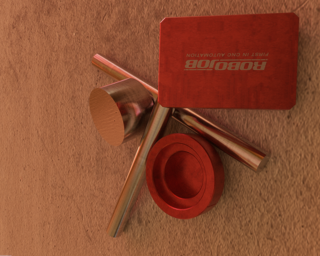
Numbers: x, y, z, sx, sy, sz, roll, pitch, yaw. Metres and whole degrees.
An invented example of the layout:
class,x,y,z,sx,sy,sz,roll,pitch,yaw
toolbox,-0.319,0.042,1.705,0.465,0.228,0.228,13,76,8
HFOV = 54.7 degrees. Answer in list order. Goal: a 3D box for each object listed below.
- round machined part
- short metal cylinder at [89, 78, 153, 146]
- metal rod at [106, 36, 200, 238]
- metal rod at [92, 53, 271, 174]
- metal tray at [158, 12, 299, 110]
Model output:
class,x,y,z,sx,sy,sz,roll,pitch,yaw
round machined part,0.033,0.055,0.368,0.098,0.042,0.097,0,90,40
short metal cylinder,-0.051,-0.022,0.415,0.080,0.050,0.079,29,132,40
metal rod,-0.017,0.030,0.398,0.025,0.025,0.298,40,121,32
metal rod,0.005,-0.035,0.403,0.300,0.025,0.025,35,112,34
metal tray,0.066,-0.064,0.312,0.131,0.030,0.089,2,92,12
